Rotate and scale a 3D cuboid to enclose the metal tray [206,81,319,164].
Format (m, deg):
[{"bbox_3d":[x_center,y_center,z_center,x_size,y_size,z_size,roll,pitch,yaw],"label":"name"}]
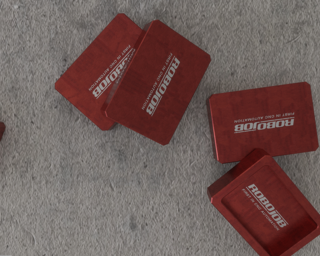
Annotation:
[{"bbox_3d":[0.133,-0.007,0.408,0.131,0.030,0.089,-8,90,0],"label":"metal tray"}]

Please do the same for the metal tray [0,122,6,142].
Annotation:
[{"bbox_3d":[-0.284,0.013,0.404,0.131,0.030,0.090,21,90,0],"label":"metal tray"}]

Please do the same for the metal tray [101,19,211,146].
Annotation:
[{"bbox_3d":[-0.004,-0.055,0.388,0.090,0.030,0.130,28,86,-22],"label":"metal tray"}]

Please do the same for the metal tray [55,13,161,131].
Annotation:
[{"bbox_3d":[-0.060,-0.071,0.407,0.090,0.030,0.130,42,90,0],"label":"metal tray"}]

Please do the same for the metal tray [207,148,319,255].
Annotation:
[{"bbox_3d":[0.134,0.102,0.391,0.090,0.030,0.130,-41,101,6],"label":"metal tray"}]
